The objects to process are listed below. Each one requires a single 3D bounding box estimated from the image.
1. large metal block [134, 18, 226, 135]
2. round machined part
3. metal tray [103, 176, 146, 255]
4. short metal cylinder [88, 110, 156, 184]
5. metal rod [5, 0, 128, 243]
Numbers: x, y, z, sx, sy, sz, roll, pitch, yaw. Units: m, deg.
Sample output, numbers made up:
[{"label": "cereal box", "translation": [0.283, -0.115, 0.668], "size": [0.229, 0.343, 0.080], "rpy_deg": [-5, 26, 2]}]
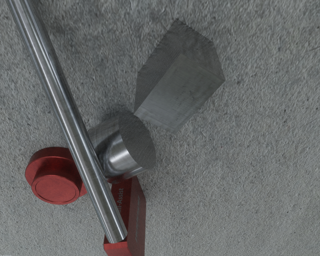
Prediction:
[{"label": "large metal block", "translation": [0.017, -0.054, 0.325], "size": [0.050, 0.080, 0.080], "rpy_deg": [27, 125, -21]}, {"label": "round machined part", "translation": [-0.150, 0.077, 0.460], "size": [0.099, 0.042, 0.097], "rpy_deg": [-1, 130, 0]}, {"label": "metal tray", "translation": [-0.046, 0.135, 0.453], "size": [0.030, 0.130, 0.090], "rpy_deg": [-9, 130, 7]}, {"label": "short metal cylinder", "translation": [-0.048, 0.024, 0.391], "size": [0.050, 0.080, 0.080], "rpy_deg": [-26, 126, 20]}, {"label": "metal rod", "translation": [-0.095, -0.005, 0.332], "size": [0.025, 0.025, 0.298], "rpy_deg": [-14, 107, 11]}]
